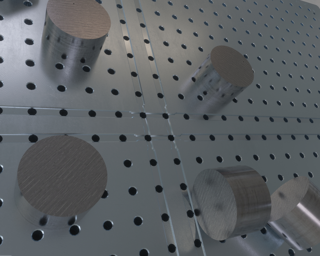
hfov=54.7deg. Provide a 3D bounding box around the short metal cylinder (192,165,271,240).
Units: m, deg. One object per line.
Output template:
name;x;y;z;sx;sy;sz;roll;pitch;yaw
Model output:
short metal cylinder;0.082;0.086;0.364;0.050;0.080;0.080;-1;63;-29

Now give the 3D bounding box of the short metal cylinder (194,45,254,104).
short metal cylinder;0.102;-0.085;0.499;0.081;0.050;0.080;14;56;-21

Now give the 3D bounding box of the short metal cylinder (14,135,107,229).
short metal cylinder;-0.098;0.054;0.306;0.081;0.050;0.080;14;56;-21

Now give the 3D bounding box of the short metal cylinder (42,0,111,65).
short metal cylinder;-0.112;-0.132;0.412;0.081;0.050;0.080;14;56;-21

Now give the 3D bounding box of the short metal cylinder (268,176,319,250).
short metal cylinder;0.180;0.109;0.403;0.050;0.080;0.080;44;51;2
